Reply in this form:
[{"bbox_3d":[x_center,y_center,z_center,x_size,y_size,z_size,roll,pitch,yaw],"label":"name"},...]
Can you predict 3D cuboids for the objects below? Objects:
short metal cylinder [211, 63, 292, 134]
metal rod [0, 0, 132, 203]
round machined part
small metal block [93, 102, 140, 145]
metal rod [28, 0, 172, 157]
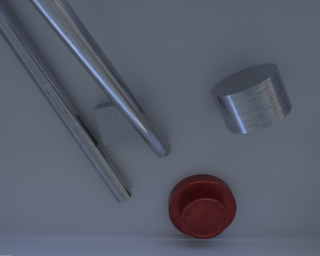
[{"bbox_3d":[0.108,-0.036,0.370,0.080,0.080,0.050,-25,108,8],"label":"short metal cylinder"},{"bbox_3d":[-0.122,-0.023,0.400,0.025,0.025,0.299,-27,108,9],"label":"metal rod"},{"bbox_3d":[0.062,0.120,0.447,0.099,0.042,0.097,0,110,-1],"label":"round machined part"},{"bbox_3d":[-0.054,-0.009,0.407,0.050,0.025,0.050,-12,110,4],"label":"small metal block"},{"bbox_3d":[-0.058,-0.057,0.319,0.025,0.025,0.300,-27,135,9],"label":"metal rod"}]
